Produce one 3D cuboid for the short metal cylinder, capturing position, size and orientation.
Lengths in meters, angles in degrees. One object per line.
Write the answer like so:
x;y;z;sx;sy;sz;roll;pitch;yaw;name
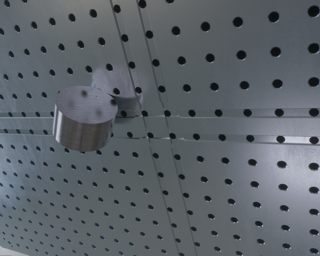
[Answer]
-0.102;-0.014;0.422;0.080;0.080;0.050;29;128;10;short metal cylinder
